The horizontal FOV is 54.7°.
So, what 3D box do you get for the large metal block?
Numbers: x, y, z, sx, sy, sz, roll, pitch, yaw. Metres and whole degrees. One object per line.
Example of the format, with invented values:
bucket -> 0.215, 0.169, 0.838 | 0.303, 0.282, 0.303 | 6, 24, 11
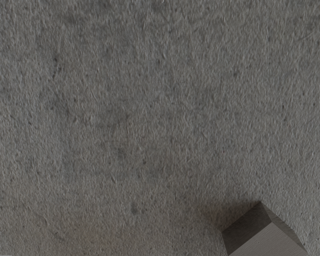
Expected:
large metal block -> 0.153, 0.171, 0.462 | 0.080, 0.050, 0.080 | 41, 105, -14
